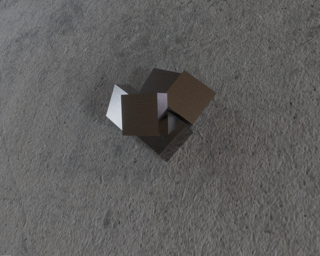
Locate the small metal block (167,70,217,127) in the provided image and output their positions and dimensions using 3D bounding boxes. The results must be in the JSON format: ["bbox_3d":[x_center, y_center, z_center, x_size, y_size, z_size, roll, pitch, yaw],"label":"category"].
[{"bbox_3d":[0.035,-0.037,0.394,0.050,0.025,0.050,37,81,4],"label":"small metal block"}]

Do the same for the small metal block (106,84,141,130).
[{"bbox_3d":[-0.045,-0.027,0.429,0.050,0.025,0.050,38,119,37],"label":"small metal block"}]

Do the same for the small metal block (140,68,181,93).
[{"bbox_3d":[0.004,-0.053,0.435,0.050,0.025,0.050,19,71,35],"label":"small metal block"}]

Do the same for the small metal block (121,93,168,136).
[{"bbox_3d":[-0.019,-0.016,0.377,0.050,0.025,0.050,0,94,28],"label":"small metal block"}]

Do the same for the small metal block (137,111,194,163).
[{"bbox_3d":[0.005,0.008,0.397,0.050,0.025,0.050,-48,52,-6],"label":"small metal block"}]
